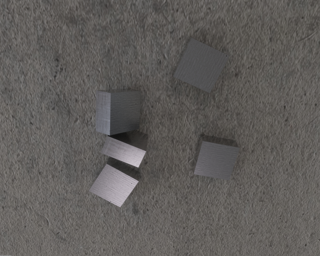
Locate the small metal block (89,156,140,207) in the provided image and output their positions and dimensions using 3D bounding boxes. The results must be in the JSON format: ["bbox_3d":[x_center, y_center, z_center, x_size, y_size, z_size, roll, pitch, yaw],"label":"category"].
[{"bbox_3d":[-0.064,0.076,0.437,0.050,0.025,0.050,31,107,-11],"label":"small metal block"}]

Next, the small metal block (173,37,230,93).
[{"bbox_3d":[0.049,-0.078,0.381,0.050,0.025,0.050,23,108,-9],"label":"small metal block"}]

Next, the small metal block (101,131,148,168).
[{"bbox_3d":[-0.045,0.020,0.403,0.050,0.050,0.025,23,111,-8],"label":"small metal block"}]

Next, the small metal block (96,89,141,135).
[{"bbox_3d":[-0.051,-0.022,0.383,0.025,0.050,0.050,14,107,37],"label":"small metal block"}]

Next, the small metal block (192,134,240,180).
[{"bbox_3d":[0.075,0.040,0.425,0.050,0.025,0.050,11,110,-4],"label":"small metal block"}]
